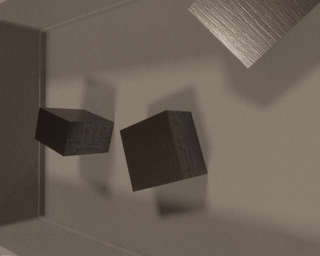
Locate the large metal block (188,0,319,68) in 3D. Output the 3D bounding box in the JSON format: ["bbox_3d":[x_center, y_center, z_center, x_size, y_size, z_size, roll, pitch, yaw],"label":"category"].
[{"bbox_3d":[0.088,-0.118,0.296,0.080,0.050,0.080,44,121,-2],"label":"large metal block"}]

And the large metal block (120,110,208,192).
[{"bbox_3d":[0.003,0.029,0.386,0.080,0.050,0.080,-22,76,37],"label":"large metal block"}]

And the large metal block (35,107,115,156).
[{"bbox_3d":[-0.131,0.004,0.476,0.080,0.081,0.050,21,103,38],"label":"large metal block"}]
